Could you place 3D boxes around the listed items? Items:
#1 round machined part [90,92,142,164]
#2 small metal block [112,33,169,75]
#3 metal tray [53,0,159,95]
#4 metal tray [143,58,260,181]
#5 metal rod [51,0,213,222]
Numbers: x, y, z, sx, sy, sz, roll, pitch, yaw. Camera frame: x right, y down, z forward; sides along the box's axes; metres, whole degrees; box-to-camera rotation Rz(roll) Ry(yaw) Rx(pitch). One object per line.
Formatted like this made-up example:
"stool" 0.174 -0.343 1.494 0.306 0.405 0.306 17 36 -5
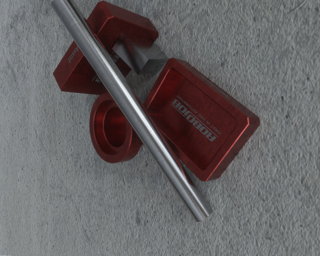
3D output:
"round machined part" -0.054 -0.002 0.433 0.098 0.042 0.097 5 96 45
"small metal block" -0.024 -0.096 0.402 0.050 0.050 0.025 47 121 13
"metal tray" -0.074 -0.100 0.422 0.129 0.091 0.030 -45 64 30
"metal tray" 0.040 -0.012 0.369 0.130 0.030 0.089 45 117 30
"metal rod" -0.031 -0.021 0.361 0.025 0.025 0.299 -32 92 35
